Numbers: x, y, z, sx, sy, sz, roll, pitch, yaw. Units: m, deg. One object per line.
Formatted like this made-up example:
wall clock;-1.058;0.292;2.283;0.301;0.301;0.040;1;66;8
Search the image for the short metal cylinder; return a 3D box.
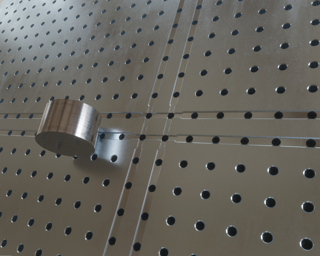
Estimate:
short metal cylinder;-0.127;0.002;0.436;0.080;0.080;0.050;-7;59;24
